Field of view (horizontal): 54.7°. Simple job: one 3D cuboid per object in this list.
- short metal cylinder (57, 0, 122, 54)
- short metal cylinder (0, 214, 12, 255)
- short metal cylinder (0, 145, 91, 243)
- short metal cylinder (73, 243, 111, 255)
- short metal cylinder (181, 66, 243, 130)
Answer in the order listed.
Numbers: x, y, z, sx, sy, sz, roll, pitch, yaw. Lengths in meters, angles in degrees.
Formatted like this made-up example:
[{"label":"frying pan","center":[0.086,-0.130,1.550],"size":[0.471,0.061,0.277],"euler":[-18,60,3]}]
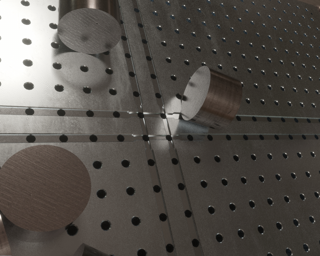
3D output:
[{"label":"short metal cylinder","center":[-0.093,-0.145,0.412],"size":[0.081,0.080,0.050],"euler":[6,59,-26]},{"label":"short metal cylinder","center":[-0.147,0.095,0.236],"size":[0.050,0.080,0.080],"euler":[-15,70,-34]},{"label":"short metal cylinder","center":[-0.112,0.063,0.294],"size":[0.081,0.050,0.080],"euler":[14,56,-21]},{"label":"short metal cylinder","center":[-0.060,0.144,0.254],"size":[0.050,0.080,0.080],"euler":[30,52,-10]},{"label":"short metal cylinder","center":[0.071,-0.041,0.438],"size":[0.050,0.080,0.080],"euler":[18,55,-19]}]
